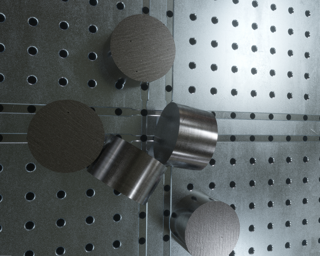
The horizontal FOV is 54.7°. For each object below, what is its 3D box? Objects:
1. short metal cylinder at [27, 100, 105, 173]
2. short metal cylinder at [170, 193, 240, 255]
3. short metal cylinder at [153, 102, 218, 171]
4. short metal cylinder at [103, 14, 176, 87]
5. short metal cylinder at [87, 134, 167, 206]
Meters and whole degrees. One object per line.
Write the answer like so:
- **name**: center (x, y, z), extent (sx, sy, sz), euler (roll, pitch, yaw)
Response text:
- **short metal cylinder**: center (-0.109, 0.009, 0.359), extent (0.081, 0.050, 0.079), euler (0, 90, -20)
- **short metal cylinder**: center (0.060, 0.134, 0.422), extent (0.081, 0.050, 0.079), euler (0, 90, -20)
- **short metal cylinder**: center (0.030, 0.012, 0.394), extent (0.050, 0.080, 0.080), euler (13, 86, -20)
- **short metal cylinder**: center (-0.027, -0.095, 0.389), extent (0.081, 0.050, 0.079), euler (0, 90, -20)
- **short metal cylinder**: center (-0.039, 0.049, 0.369), extent (0.080, 0.080, 0.050), euler (34, 79, -17)
